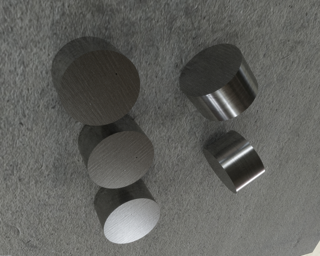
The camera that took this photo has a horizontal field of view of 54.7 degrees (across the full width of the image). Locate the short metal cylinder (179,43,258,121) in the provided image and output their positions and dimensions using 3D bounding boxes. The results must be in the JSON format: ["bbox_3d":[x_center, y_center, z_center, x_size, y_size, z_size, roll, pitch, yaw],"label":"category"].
[{"bbox_3d":[0.071,-0.055,0.376,0.080,0.080,0.050,-44,129,2],"label":"short metal cylinder"}]

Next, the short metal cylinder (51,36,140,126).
[{"bbox_3d":[-0.067,-0.049,0.323,0.081,0.050,0.079,-14,124,-21],"label":"short metal cylinder"}]

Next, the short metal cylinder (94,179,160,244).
[{"bbox_3d":[-0.047,0.114,0.436,0.081,0.050,0.079,-14,124,-21],"label":"short metal cylinder"}]

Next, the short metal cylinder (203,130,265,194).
[{"bbox_3d":[0.108,0.050,0.461,0.050,0.080,0.080,-34,129,-6],"label":"short metal cylinder"}]

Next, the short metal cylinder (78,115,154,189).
[{"bbox_3d":[-0.054,0.026,0.377,0.081,0.050,0.079,-14,124,-21],"label":"short metal cylinder"}]
